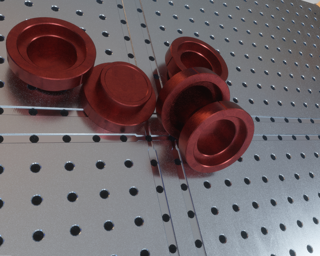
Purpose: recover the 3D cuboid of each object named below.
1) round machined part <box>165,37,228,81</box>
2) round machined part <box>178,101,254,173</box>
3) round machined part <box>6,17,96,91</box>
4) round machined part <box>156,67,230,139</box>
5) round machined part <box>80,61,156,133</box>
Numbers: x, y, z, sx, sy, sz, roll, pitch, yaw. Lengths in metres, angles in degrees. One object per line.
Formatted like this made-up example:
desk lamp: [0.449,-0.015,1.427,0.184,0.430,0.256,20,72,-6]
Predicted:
round machined part: [0.052,-0.090,0.476,0.099,0.042,0.098,15,51,-19]
round machined part: [0.068,0.007,0.402,0.099,0.097,0.042,2,31,-27]
round machined part: [-0.130,-0.083,0.374,0.099,0.042,0.098,11,56,-16]
round machined part: [0.040,-0.036,0.413,0.099,0.097,0.042,2,31,-27]
round machined part: [-0.049,-0.046,0.399,0.099,0.042,0.098,13,56,-21]
